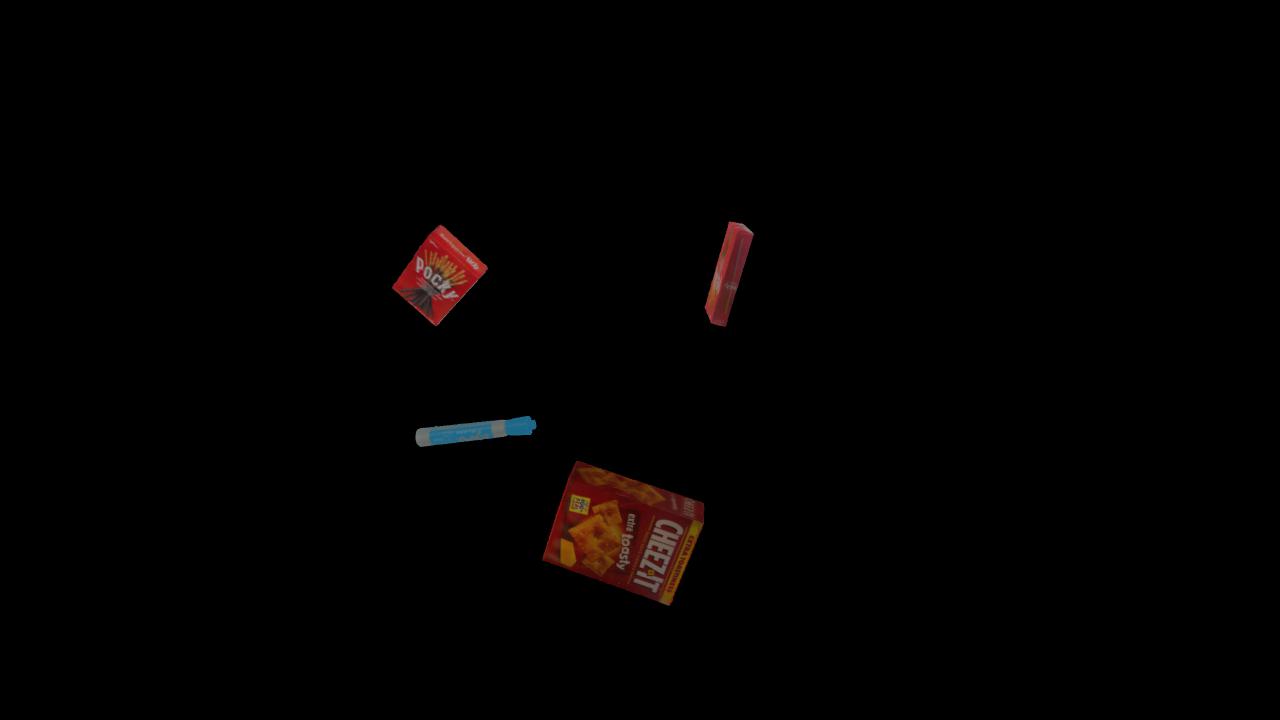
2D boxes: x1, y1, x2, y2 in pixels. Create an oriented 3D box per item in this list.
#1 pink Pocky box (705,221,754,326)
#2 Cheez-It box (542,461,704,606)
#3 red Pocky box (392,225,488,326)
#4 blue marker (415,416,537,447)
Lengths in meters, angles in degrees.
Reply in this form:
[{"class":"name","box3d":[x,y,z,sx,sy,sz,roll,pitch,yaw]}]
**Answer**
[{"class":"pink Pocky box","box3d":[0.141,-0.139,0.989,0.029,0.155,0.084,12,22,-6]},{"class":"Cheez-It box","box3d":[-0.027,0.278,0.989,0.223,0.166,0.071,19,19,0]},{"class":"red Pocky box","box3d":[-0.275,-0.111,0.836,0.155,0.083,0.028,-32,20,45]},{"class":"blue marker","box3d":[-0.161,0.070,0.608,0.121,0.020,0.020,-7,-1,8]}]
